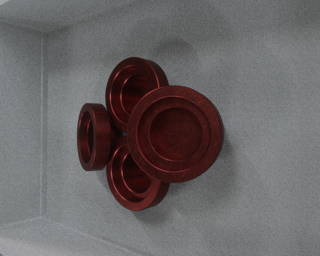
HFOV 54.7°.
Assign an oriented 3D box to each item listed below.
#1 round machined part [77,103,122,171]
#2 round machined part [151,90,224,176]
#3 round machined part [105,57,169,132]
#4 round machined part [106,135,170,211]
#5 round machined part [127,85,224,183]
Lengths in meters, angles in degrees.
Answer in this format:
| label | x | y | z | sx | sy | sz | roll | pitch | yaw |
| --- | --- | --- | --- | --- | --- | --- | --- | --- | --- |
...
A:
| label | x | y | z | sx | sy | sz | roll | pitch | yaw |
| --- | --- | --- | --- | --- | --- | --- | --- | --- | --- |
| round machined part | -0.088 | 0.013 | 0.453 | 0.098 | 0.042 | 0.097 | -1 | 88 | 61 |
| round machined part | 0.025 | 0.006 | 0.359 | 0.098 | 0.042 | 0.097 | 0 | 89 | 17 |
| round machined part | -0.025 | -0.042 | 0.414 | 0.098 | 0.042 | 0.097 | 0 | 90 | 40 |
| round machined part | -0.023 | 0.057 | 0.412 | 0.098 | 0.042 | 0.097 | 0 | 90 | 40 |
| round machined part | 0.018 | 0.006 | 0.328 | 0.098 | 0.042 | 0.097 | 0 | 90 | 18 |
